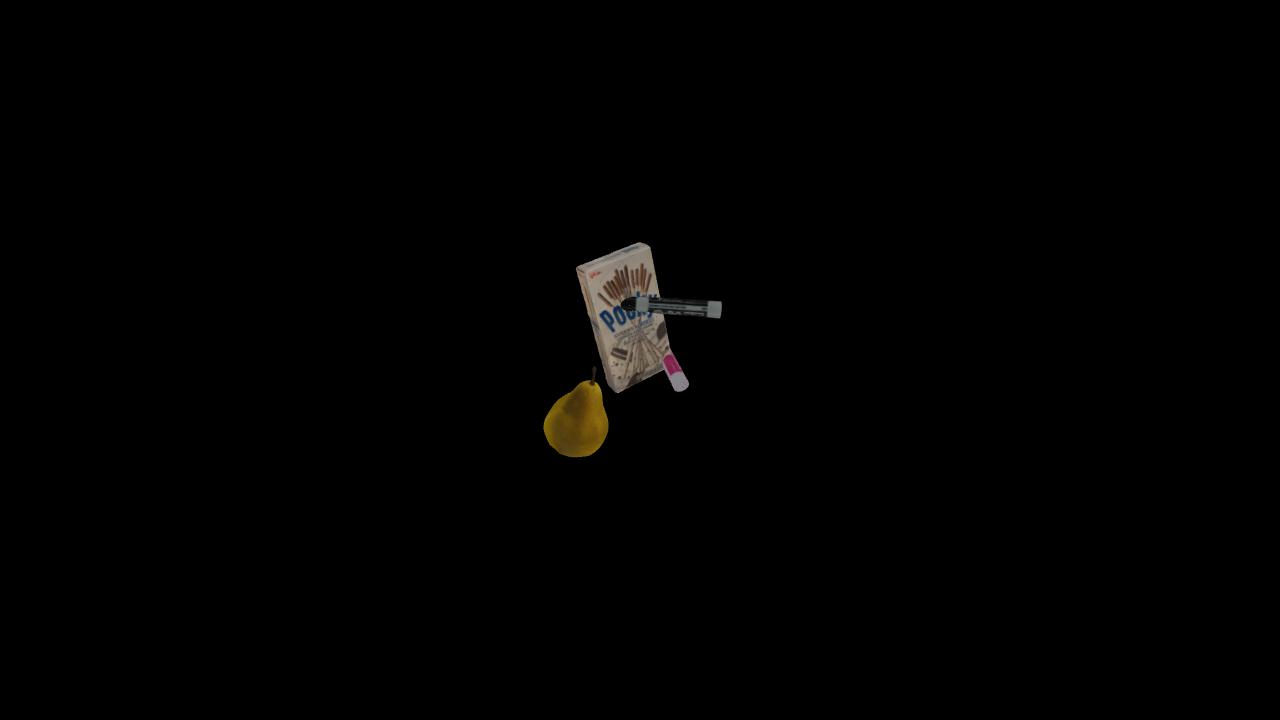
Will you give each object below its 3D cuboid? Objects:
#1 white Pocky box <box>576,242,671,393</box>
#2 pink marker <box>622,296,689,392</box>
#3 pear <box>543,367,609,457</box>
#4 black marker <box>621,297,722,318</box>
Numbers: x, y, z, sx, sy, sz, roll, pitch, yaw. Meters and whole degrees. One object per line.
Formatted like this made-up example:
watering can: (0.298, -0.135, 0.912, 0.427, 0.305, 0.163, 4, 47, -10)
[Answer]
white Pocky box: (-0.014, -0.046, 0.691, 0.084, 0.154, 0.028, -26, 32, -21)
pink marker: (0.028, -0.011, 0.739, 0.020, 0.020, 0.121, 0, 44, -27)
pear: (-0.065, 0.060, 0.702, 0.080, 0.080, 0.111, 0, -42, -26)
black marker: (0.028, -0.059, 0.670, 0.121, 0.020, 0.020, 4, 0, 2)
